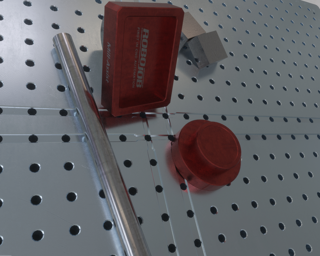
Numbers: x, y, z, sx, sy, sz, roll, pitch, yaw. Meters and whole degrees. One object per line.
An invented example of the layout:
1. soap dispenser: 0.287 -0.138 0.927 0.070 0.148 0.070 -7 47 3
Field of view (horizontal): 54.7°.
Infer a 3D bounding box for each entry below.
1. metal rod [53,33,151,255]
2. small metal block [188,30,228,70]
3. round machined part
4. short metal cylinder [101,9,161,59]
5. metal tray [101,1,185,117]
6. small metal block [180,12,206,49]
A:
1. metal rod: -0.073 0.012 0.360 0.025 0.025 0.299 -11 67 -33
2. small metal block: 0.081 -0.132 0.524 0.050 0.025 0.050 -26 93 -37
3. round machined part: 0.069 0.030 0.415 0.099 0.042 0.098 14 56 -21
4. short metal cylinder: -0.040 -0.122 0.425 0.050 0.080 0.080 -17 71 -35
5. metal tray: -0.023 -0.084 0.382 0.091 0.129 0.030 -14 36 -34
6. small metal block: 0.043 -0.169 0.534 0.050 0.025 0.050 -31 79 -38
